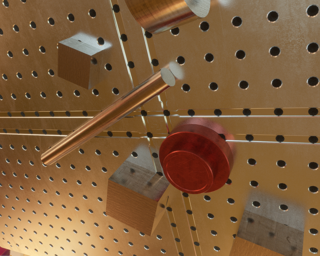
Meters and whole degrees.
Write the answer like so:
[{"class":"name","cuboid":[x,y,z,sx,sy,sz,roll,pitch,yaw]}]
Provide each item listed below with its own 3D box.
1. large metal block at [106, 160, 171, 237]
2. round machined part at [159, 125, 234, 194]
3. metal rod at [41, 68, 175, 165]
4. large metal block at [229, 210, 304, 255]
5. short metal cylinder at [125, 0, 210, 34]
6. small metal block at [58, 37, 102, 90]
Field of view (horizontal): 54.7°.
[{"class":"large metal block","cuboid":[-0.034,0.108,0.480,0.080,0.050,0.079,21,127,15]},{"class":"round machined part","cuboid":[0.043,0.048,0.407,0.098,0.042,0.097,13,124,21]},{"class":"metal rod","cuboid":[-0.095,-0.003,0.458,0.299,0.025,0.025,-29,103,37]},{"class":"large metal block","cuboid":[0.142,0.171,0.427,0.080,0.050,0.079,18,126,18]},{"class":"short metal cylinder","cuboid":[0.007,-0.135,0.289,0.050,0.080,0.080,-10,113,33]},{"class":"small metal block","cuboid":[-0.108,-0.086,0.415,0.050,0.025,0.050,24,127,13]}]
